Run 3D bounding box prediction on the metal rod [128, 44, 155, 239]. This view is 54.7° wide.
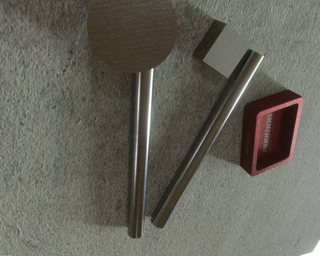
[{"bbox_3d":[-0.027,0.035,0.413,0.025,0.025,0.298,-9,123,-24],"label":"metal rod"}]

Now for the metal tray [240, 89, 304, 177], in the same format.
[{"bbox_3d":[0.180,0.010,0.508,0.091,0.030,0.129,-19,126,-18],"label":"metal tray"}]

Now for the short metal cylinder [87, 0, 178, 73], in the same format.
[{"bbox_3d":[-0.027,-0.096,0.299,0.081,0.050,0.079,-2,105,-8],"label":"short metal cylinder"}]

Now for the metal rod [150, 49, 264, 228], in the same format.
[{"bbox_3d":[0.062,0.026,0.456,0.025,0.025,0.298,16,110,-35],"label":"metal rod"}]

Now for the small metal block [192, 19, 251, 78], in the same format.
[{"bbox_3d":[0.077,-0.098,0.388,0.050,0.025,0.050,24,105,-37],"label":"small metal block"}]
